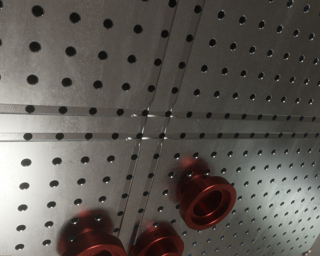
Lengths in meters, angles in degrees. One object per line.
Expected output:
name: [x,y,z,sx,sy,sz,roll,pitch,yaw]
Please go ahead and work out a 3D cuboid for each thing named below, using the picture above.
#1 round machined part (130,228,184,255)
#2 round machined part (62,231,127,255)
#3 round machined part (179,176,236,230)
round machined part: [0.000,0.227,0.543,0.099,0.042,0.097,-14,124,-21]
round machined part: [-0.103,0.195,0.466,0.099,0.042,0.097,-14,125,-21]
round machined part: [0.075,0.119,0.517,0.099,0.042,0.097,-14,125,-21]
